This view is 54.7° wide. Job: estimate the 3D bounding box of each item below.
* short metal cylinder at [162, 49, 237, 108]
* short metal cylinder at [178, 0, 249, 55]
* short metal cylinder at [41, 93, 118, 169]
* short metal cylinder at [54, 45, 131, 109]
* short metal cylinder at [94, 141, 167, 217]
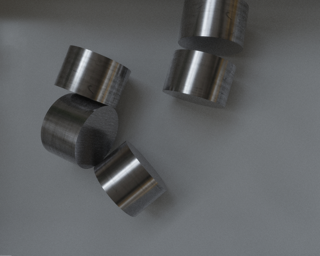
[{"bbox_3d":[0.048,-0.059,0.385,0.080,0.080,0.050,16,90,-1],"label":"short metal cylinder"},{"bbox_3d":[0.066,-0.126,0.385,0.081,0.080,0.050,8,90,-1],"label":"short metal cylinder"},{"bbox_3d":[-0.095,0.003,0.376,0.050,0.080,0.080,21,90,21],"label":"short metal cylinder"},{"bbox_3d":[-0.082,-0.061,0.383,0.080,0.080,0.050,21,90,-1],"label":"short metal cylinder"},{"bbox_3d":[-0.036,0.062,0.384,0.050,0.080,0.080,-40,91,0],"label":"short metal cylinder"}]
